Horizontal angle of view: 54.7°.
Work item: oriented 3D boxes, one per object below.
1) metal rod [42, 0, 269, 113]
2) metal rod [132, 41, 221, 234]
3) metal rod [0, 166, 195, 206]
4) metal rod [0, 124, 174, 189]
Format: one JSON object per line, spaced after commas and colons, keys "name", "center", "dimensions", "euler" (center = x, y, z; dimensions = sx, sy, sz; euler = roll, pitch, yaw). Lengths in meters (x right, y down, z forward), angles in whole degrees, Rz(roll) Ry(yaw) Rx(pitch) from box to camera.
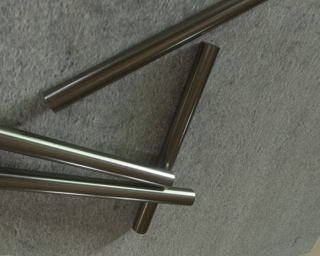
{"name": "metal rod", "center": [0.012, -0.100, 0.352], "dimensions": [0.301, 0.025, 0.025], "euler": [-30, 129, -10]}
{"name": "metal rod", "center": [0.015, 0.028, 0.434], "dimensions": [0.025, 0.025, 0.298], "euler": [6, 116, -31]}
{"name": "metal rod", "center": [-0.087, 0.074, 0.386], "dimensions": [0.302, 0.025, 0.025], "euler": [12, 112, -28]}
{"name": "metal rod", "center": [-0.110, 0.028, 0.348], "dimensions": [0.302, 0.025, 0.025], "euler": [20, 108, -31]}
